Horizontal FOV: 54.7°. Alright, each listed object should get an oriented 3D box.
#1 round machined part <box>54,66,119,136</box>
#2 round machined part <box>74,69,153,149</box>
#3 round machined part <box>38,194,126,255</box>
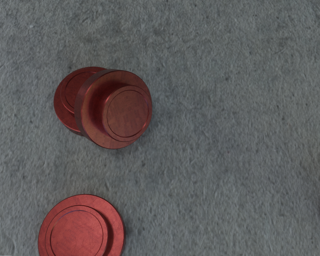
[{"bbox_3d":[-0.092,-0.040,0.413,0.099,0.042,0.098,0,70,-1],"label":"round machined part"},{"bbox_3d":[-0.049,-0.021,0.375,0.098,0.098,0.042,-51,37,-16],"label":"round machined part"},{"bbox_3d":[-0.090,0.124,0.353,0.099,0.042,0.098,0,70,-1],"label":"round machined part"}]
